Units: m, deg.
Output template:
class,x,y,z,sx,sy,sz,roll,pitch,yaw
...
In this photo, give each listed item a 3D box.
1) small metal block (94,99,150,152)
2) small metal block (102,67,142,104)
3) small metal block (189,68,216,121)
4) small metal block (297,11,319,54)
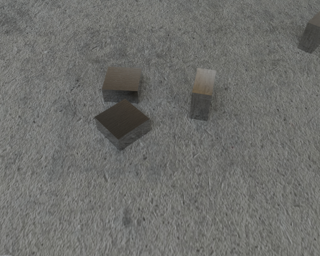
class,x,y,z,sx,sy,sz,roll,pitch,yaw
small metal block,-0.049,-0.005,0.407,0.050,0.025,0.050,-35,58,-26
small metal block,-0.054,-0.064,0.456,0.050,0.025,0.050,3,50,3
small metal block,0.059,-0.046,0.426,0.025,0.050,0.050,10,51,8
small metal block,0.264,-0.163,0.525,0.025,0.050,0.050,34,58,25
